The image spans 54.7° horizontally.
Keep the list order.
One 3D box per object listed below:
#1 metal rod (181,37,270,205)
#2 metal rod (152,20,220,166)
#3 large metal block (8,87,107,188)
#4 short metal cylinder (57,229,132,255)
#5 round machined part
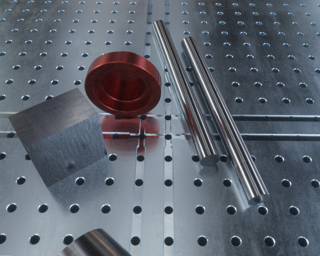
[{"bbox_3d":[0.079,-0.033,0.436,0.025,0.025,0.300,-9,51,-8],"label":"metal rod"},{"bbox_3d":[0.029,-0.073,0.469,0.025,0.025,0.300,-9,51,-8],"label":"metal rod"},{"bbox_3d":[-0.114,0.012,0.361,0.081,0.080,0.050,-28,56,-22],"label":"large metal block"},{"bbox_3d":[-0.057,0.133,0.259,0.050,0.080,0.080,34,58,25],"label":"short metal cylinder"},{"bbox_3d":[-0.047,-0.062,0.412,0.099,0.097,0.042,2,50,1],"label":"round machined part"}]
